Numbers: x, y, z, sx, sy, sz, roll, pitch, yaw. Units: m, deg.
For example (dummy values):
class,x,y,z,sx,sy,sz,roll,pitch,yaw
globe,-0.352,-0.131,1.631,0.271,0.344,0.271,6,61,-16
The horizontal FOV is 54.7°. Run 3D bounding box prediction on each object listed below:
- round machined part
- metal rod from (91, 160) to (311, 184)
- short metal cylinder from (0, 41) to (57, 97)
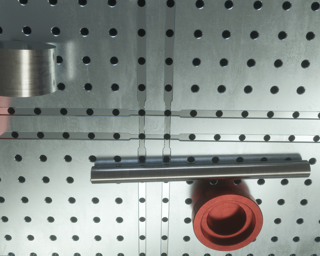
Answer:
class,x,y,z,sx,sy,sz,roll,pitch,yaw
round machined part,0.095,0.127,0.453,0.099,0.042,0.097,0,110,-1
metal rod,0.056,0.062,0.437,0.302,0.025,0.025,-2,110,0
short metal cylinder,-0.161,-0.070,0.356,0.081,0.080,0.050,5,110,-2
